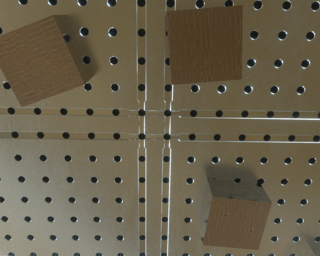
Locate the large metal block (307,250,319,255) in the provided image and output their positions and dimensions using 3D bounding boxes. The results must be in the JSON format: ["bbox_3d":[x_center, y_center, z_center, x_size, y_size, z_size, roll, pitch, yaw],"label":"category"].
[{"bbox_3d":[0.266,0.257,0.499,0.080,0.050,0.080,24,108,-9],"label":"large metal block"}]

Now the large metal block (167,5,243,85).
[{"bbox_3d":[0.050,-0.098,0.365,0.081,0.050,0.079,-4,110,1],"label":"large metal block"}]

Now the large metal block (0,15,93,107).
[{"bbox_3d":[-0.138,-0.081,0.368,0.080,0.050,0.080,-19,109,6],"label":"large metal block"}]

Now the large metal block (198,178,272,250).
[{"bbox_3d":[0.104,0.123,0.447,0.081,0.050,0.079,6,110,-3],"label":"large metal block"}]
